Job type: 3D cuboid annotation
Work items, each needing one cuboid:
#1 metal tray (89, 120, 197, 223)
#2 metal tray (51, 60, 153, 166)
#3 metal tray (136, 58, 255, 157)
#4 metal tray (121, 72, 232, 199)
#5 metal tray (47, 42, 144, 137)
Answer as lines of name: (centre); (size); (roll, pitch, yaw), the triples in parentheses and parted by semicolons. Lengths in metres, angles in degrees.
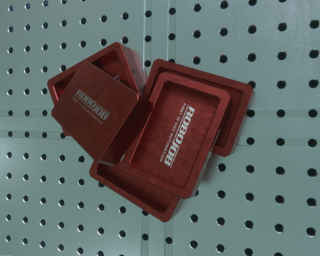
metal tray: (-0.022, 0.053, 0.418); (0.130, 0.030, 0.090); (28, 99, 18)
metal tray: (-0.079, -0.023, 0.395); (0.130, 0.030, 0.090); (36, 94, 39)
metal tray: (0.042, -0.027, 0.394); (0.130, 0.030, 0.090); (20, 96, 19)
metal tray: (0.020, 0.008, 0.370); (0.090, 0.030, 0.130); (21, 85, 19)
metal tray: (-0.090, -0.052, 0.442); (0.130, 0.030, 0.090); (-24, 82, 19)
